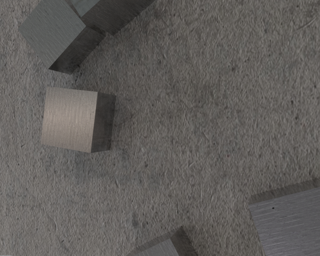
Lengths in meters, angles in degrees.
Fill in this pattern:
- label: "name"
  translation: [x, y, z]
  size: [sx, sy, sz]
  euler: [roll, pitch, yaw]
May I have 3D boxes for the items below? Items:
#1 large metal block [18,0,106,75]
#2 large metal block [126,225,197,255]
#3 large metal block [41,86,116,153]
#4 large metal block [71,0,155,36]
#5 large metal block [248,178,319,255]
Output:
- label: "large metal block"
  translation: [-0.141, -0.137, 0.445]
  size: [0.080, 0.050, 0.080]
  euler: [-43, 77, 15]
- label: "large metal block"
  translation: [0.007, 0.184, 0.393]
  size: [0.080, 0.050, 0.080]
  euler: [-32, 80, 17]
- label: "large metal block"
  translation: [-0.114, -0.012, 0.436]
  size: [0.080, 0.050, 0.079]
  euler: [8, 93, 19]
- label: "large metal block"
  translation: [-0.062, -0.175, 0.402]
  size: [0.080, 0.080, 0.050]
  euler: [-35, 79, 16]
- label: "large metal block"
  translation: [0.152, 0.108, 0.342]
  size: [0.080, 0.050, 0.080]
  euler: [-20, 83, 19]
